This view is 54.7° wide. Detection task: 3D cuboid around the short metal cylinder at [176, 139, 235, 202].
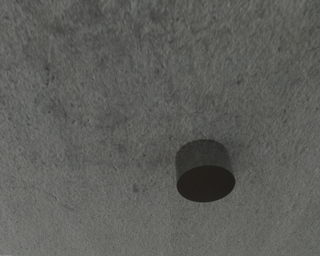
[{"bbox_3d":[0.063,0.062,0.445,0.081,0.050,0.079,0,130,0],"label":"short metal cylinder"}]
